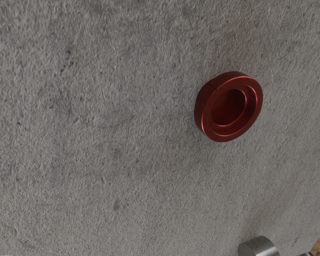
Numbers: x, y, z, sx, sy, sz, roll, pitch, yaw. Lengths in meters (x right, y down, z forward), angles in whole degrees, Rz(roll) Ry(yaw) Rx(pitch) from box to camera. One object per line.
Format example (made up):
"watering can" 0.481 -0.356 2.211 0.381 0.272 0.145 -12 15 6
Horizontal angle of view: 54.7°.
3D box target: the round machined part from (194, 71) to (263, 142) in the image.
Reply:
"round machined part" 0.089 -0.032 0.426 0.099 0.042 0.097 -14 125 -21

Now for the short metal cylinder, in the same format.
"short metal cylinder" 0.213 0.279 0.664 0.050 0.080 0.079 -14 125 -21
